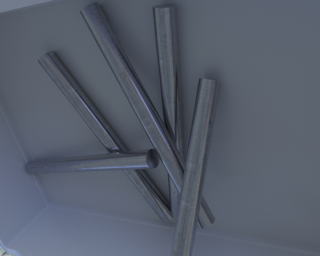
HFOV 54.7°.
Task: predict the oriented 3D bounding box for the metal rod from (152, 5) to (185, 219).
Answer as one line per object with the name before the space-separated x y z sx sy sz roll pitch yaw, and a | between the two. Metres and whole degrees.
metal rod | 0.017 0.001 0.398 0.025 0.025 0.298 8 122 23

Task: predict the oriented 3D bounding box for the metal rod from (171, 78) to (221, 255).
metal rod | 0.035 0.093 0.365 0.025 0.025 0.298 11 97 22

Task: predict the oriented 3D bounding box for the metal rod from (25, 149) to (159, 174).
metal rod | -0.124 0.056 0.483 0.300 0.025 0.025 -9 114 39

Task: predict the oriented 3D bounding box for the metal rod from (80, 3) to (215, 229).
metal rod | -0.012 -0.010 0.379 0.025 0.025 0.299 -24 97 36

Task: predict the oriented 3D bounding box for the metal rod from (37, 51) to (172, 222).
metal rod | -0.073 0.020 0.457 0.025 0.025 0.299 -27 104 37
